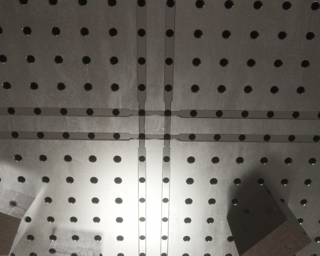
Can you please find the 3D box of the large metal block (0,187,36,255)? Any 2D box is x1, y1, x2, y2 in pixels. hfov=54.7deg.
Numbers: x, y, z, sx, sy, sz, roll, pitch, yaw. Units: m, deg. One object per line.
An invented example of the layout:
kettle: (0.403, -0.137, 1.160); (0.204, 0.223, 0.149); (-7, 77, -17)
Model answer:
large metal block: (-0.239, 0.133, 0.446); (0.080, 0.050, 0.079); (23, 108, -9)

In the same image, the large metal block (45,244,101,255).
large metal block: (-0.141, 0.236, 0.485); (0.081, 0.050, 0.079); (8, 110, -4)

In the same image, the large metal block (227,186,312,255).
large metal block: (0.150, 0.144, 0.439); (0.050, 0.080, 0.080); (42, 105, -14)
